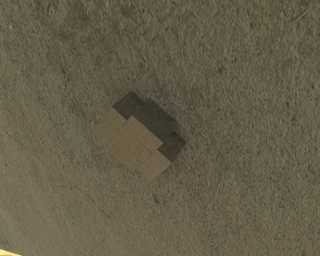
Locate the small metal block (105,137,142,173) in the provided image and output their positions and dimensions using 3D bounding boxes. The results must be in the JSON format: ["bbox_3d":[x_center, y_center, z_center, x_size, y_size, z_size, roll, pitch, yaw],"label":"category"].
[{"bbox_3d":[-0.038,0.024,0.425,0.050,0.050,0.025,43,129,-2],"label":"small metal block"}]

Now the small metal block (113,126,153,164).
[{"bbox_3d":[-0.025,0.010,0.409,0.050,0.050,0.025,43,129,-2],"label":"small metal block"}]

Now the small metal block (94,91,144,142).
[{"bbox_3d":[-0.052,-0.016,0.408,0.025,0.050,0.050,43,129,-2],"label":"small metal block"}]

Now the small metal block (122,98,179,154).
[{"bbox_3d":[-0.011,-0.004,0.393,0.050,0.050,0.025,42,129,-1],"label":"small metal block"}]

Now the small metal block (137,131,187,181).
[{"bbox_3d":[0.002,0.036,0.411,0.025,0.050,0.050,43,129,-2],"label":"small metal block"}]
